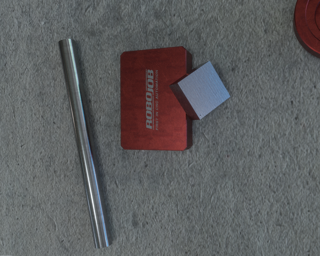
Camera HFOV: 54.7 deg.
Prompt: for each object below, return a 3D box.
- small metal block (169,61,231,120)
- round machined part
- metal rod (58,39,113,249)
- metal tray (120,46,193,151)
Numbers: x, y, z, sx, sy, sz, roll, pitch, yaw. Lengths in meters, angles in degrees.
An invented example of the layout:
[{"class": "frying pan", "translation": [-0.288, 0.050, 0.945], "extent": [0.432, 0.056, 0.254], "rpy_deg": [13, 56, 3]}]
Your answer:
[{"class": "small metal block", "translation": [0.048, -0.044, 0.371], "extent": [0.050, 0.025, 0.050], "rpy_deg": [-37, 103, -18]}, {"class": "round machined part", "translation": [0.196, -0.119, 0.331], "extent": [0.098, 0.042, 0.097], "rpy_deg": [0, 90, 20]}, {"class": "metal rod", "translation": [-0.108, 0.019, 0.447], "extent": [0.025, 0.025, 0.298], "rpy_deg": [-13, 86, 19]}, {"class": "metal tray", "translation": [-0.005, -0.036, 0.408], "extent": [0.090, 0.030, 0.129], "rpy_deg": [0, 90, 19]}]
